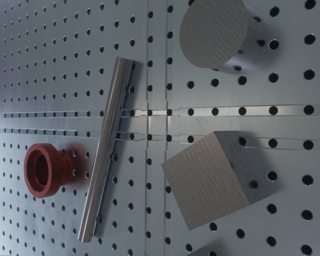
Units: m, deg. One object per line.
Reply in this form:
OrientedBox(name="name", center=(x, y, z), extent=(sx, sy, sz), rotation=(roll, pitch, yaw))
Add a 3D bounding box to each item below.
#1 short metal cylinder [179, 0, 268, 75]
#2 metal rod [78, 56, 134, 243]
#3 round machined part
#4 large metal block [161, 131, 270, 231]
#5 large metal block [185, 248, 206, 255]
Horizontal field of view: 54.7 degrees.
OrientedBox(name="short metal cylinder", center=(0.069, -0.101, 0.337), extent=(0.080, 0.050, 0.079), rotation=(0, 90, 40))
OrientedBox(name="metal rod", center=(-0.087, 0.040, 0.480), extent=(0.025, 0.025, 0.298), rotation=(23, 105, 37))
OrientedBox(name="round machined part", center=(-0.206, 0.076, 0.568), extent=(0.098, 0.042, 0.097), rotation=(0, 90, 40))
OrientedBox(name="large metal block", center=(0.059, 0.057, 0.344), extent=(0.080, 0.050, 0.080), rotation=(-36, 68, 34))
OrientedBox(name="large metal block", center=(0.027, 0.203, 0.371), extent=(0.080, 0.050, 0.080), rotation=(-42, 65, 32))
